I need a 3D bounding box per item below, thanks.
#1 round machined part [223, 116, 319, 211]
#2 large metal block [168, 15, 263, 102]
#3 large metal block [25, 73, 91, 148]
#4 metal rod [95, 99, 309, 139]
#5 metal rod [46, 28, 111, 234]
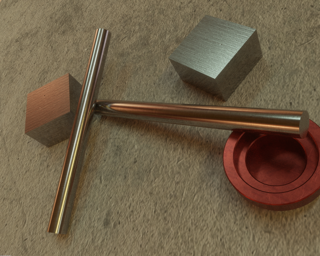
[{"bbox_3d":[0.117,0.035,0.310,0.098,0.042,0.098,-13,56,20],"label":"round machined part"},{"bbox_3d":[0.073,-0.093,0.406,0.080,0.050,0.080,34,80,38],"label":"large metal block"},{"bbox_3d":[-0.159,-0.027,0.486,0.080,0.050,0.080,-24,53,13],"label":"large metal block"},{"bbox_3d":[0.016,-0.017,0.370,0.300,0.025,0.025,7,65,42],"label":"metal rod"},{"bbox_3d":[-0.109,-0.008,0.437,0.025,0.025,0.299,-1,69,27],"label":"metal rod"}]
